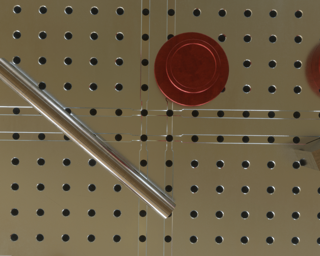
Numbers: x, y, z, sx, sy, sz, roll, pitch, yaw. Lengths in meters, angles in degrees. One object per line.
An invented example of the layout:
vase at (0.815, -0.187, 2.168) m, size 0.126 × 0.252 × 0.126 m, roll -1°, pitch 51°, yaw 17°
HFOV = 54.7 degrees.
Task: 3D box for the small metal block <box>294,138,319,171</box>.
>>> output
small metal block at (0.213, 0.031, 0.402) m, size 0.050 × 0.050 × 0.025 m, roll -22°, pitch 90°, yaw 0°

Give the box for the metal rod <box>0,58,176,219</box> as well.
metal rod at (-0.101, 0.014, 0.412) m, size 0.300 × 0.025 × 0.025 m, roll 41°, pitch 90°, yaw 0°

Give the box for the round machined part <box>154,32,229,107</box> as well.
round machined part at (0.041, -0.077, 0.405) m, size 0.099 × 0.042 × 0.097 m, roll 0°, pitch 90°, yaw 0°

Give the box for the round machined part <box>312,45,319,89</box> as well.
round machined part at (0.258, -0.084, 0.407) m, size 0.099 × 0.042 × 0.097 m, roll 0°, pitch 90°, yaw 0°
